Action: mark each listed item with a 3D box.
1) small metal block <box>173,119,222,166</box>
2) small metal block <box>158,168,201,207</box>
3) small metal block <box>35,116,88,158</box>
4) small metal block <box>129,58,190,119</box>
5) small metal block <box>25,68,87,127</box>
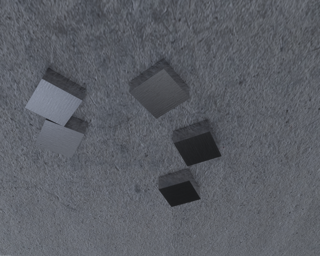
[{"bbox_3d":[0.051,0.021,0.426,0.050,0.025,0.050,-19,128,15],"label":"small metal block"},{"bbox_3d":[0.031,0.095,0.488,0.050,0.025,0.050,-19,128,15],"label":"small metal block"},{"bbox_3d":[-0.131,0.007,0.412,0.050,0.025,0.050,23,127,-19],"label":"small metal block"},{"bbox_3d":[0.000,-0.046,0.368,0.050,0.025,0.050,-31,124,23],"label":"small metal block"},{"bbox_3d":[-0.126,-0.036,0.375,0.050,0.025,0.050,30,124,-23],"label":"small metal block"}]
